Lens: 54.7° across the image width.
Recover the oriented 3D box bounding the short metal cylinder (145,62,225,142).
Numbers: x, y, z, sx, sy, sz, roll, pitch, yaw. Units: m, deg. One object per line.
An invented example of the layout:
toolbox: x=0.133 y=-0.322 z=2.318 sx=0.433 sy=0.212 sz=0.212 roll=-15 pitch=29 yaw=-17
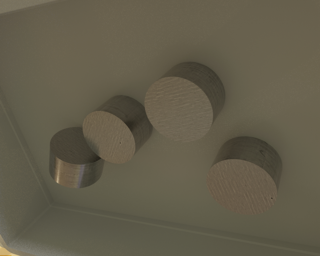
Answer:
short metal cylinder: x=0.029 y=-0.030 z=0.358 sx=0.080 sy=0.050 sz=0.079 roll=13 pitch=124 yaw=21

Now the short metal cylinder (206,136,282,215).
short metal cylinder: x=0.102 y=0.057 z=0.374 sx=0.080 sy=0.050 sz=0.079 roll=13 pitch=124 yaw=21

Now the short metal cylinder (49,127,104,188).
short metal cylinder: x=-0.123 y=0.043 z=0.465 sx=0.080 sy=0.080 sz=0.050 roll=26 pitch=128 yaw=12

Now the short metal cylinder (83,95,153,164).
short metal cylinder: x=-0.057 y=0.002 z=0.424 sx=0.080 sy=0.050 sz=0.079 roll=13 pitch=124 yaw=21
